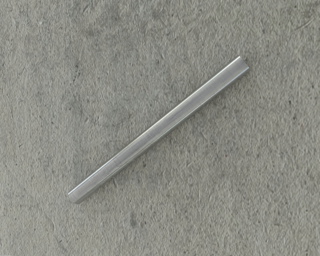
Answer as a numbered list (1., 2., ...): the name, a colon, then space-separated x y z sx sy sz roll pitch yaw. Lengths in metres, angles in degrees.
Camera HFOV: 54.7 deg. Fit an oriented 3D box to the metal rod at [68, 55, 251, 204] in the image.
1. metal rod: -0.011 0.011 0.414 0.300 0.025 0.025 -38 78 15
